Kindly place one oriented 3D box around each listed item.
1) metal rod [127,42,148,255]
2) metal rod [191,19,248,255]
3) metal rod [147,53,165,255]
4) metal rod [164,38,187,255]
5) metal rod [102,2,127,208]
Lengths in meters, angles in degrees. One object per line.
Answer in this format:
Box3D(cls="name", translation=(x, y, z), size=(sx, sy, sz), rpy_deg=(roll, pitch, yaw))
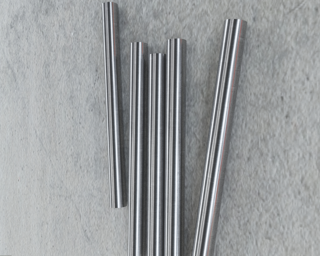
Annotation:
Box3D(cls="metal rod", translation=(-0.031, 0.034, 0.428), size=(0.025, 0.025, 0.298), rpy_deg=(1, 91, 39))
Box3D(cls="metal rod", translation=(0.064, 0.032, 0.350), size=(0.025, 0.025, 0.298), rpy_deg=(12, 97, 39))
Box3D(cls="metal rod", translation=(-0.003, 0.054, 0.405), size=(0.025, 0.025, 0.298), rpy_deg=(1, 91, 39))
Box3D(cls="metal rod", translation=(0.019, 0.041, 0.387), size=(0.025, 0.025, 0.298), rpy_deg=(1, 91, 39))
Box3D(cls="metal rod", translation=(-0.068, -0.035, 0.458), size=(0.025, 0.025, 0.298), rpy_deg=(-5, 87, 39))
